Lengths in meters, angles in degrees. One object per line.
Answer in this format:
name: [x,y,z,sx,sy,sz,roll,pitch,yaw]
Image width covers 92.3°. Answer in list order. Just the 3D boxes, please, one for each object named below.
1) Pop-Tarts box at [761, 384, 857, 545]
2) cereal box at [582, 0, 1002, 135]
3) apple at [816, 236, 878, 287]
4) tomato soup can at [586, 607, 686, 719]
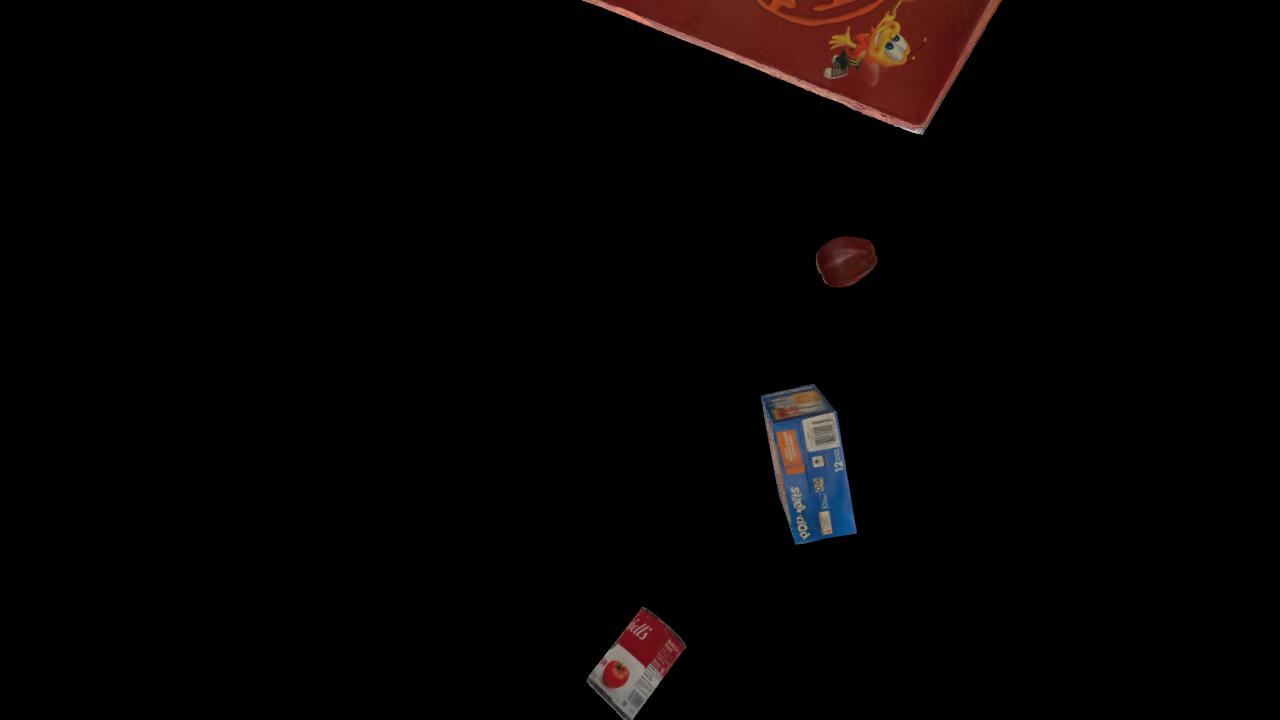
Pop-Tarts box: [0.223,0.135,0.829,0.083,0.167,0.141,-11,11,7]
cereal box: [0.104,-0.309,0.420,0.306,0.203,0.081,28,24,13]
apple: [0.323,-0.156,0.971,0.093,0.079,0.079,-17,-9,30]
tomato soup can: [-0.004,0.343,0.695,0.101,0.068,0.068,-46,22,-23]
